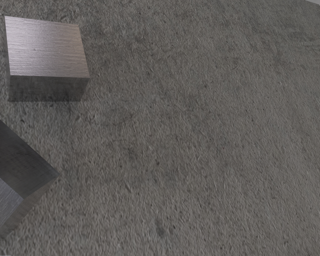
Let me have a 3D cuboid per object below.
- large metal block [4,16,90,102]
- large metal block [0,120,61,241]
[{"bbox_3d":[-0.135,-0.078,0.362,0.081,0.050,0.080,-3,63,-30],"label":"large metal block"},{"bbox_3d":[-0.146,0.046,0.253,0.080,0.080,0.050,42,17,0],"label":"large metal block"}]
